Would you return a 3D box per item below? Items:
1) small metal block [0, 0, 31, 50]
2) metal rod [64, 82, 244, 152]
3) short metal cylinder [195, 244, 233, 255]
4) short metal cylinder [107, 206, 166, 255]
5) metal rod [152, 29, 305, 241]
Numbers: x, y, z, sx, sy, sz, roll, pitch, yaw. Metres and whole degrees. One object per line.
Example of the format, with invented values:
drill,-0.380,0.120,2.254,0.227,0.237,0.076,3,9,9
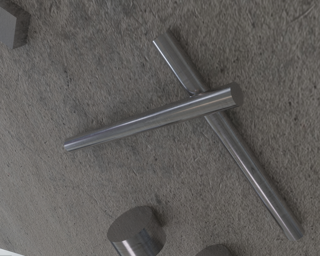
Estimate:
small metal block,-0.211,-0.146,0.428,0.050,0.025,0.050,35,129,5
metal rod,-0.034,-0.003,0.402,0.299,0.025,0.025,-15,111,41
short metal cylinder,0.084,0.225,0.466,0.080,0.080,0.050,-30,102,38
short metal cylinder,-0.037,0.171,0.497,0.080,0.080,0.050,-16,110,34
metal rod,0.088,0.017,0.370,0.025,0.025,0.299,-28,104,37
